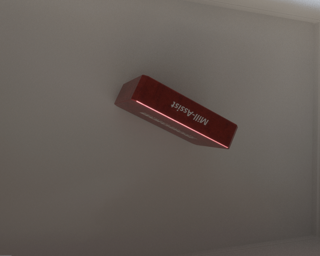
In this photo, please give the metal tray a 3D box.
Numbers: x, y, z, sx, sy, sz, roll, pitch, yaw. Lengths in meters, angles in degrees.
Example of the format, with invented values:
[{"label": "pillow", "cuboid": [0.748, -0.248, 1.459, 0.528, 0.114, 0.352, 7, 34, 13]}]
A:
[{"label": "metal tray", "cuboid": [0.017, -0.016, 0.380, 0.131, 0.090, 0.030, 26, 81, -19]}]
